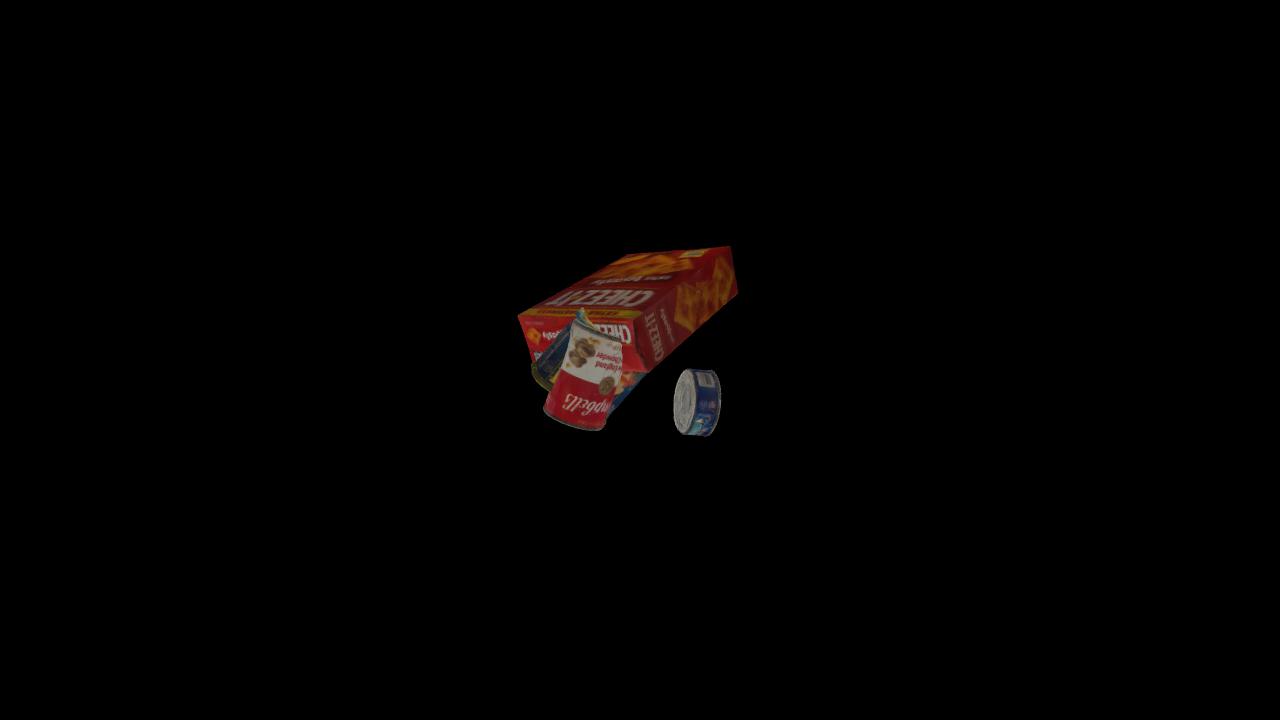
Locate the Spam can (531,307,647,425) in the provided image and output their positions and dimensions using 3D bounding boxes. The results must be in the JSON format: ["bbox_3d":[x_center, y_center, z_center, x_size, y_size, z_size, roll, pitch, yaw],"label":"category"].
[{"bbox_3d":[-0.050,0.006,0.658,0.101,0.085,0.058,37,11,-24],"label":"Spam can"}]

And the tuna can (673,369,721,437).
[{"bbox_3d":[0.070,0.053,0.769,0.034,0.084,0.084,6,-2,-16],"label":"tuna can"}]

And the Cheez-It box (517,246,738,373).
[{"bbox_3d":[-0.007,-0.065,0.725,0.166,0.071,0.223,3,28,36],"label":"Cheez-It box"}]

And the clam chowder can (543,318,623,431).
[{"bbox_3d":[-0.054,0.014,0.641,0.068,0.102,0.068,19,9,-3],"label":"clam chowder can"}]
